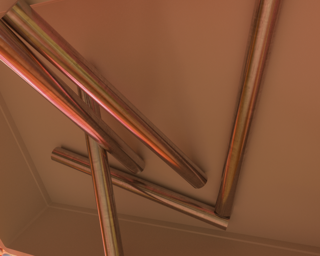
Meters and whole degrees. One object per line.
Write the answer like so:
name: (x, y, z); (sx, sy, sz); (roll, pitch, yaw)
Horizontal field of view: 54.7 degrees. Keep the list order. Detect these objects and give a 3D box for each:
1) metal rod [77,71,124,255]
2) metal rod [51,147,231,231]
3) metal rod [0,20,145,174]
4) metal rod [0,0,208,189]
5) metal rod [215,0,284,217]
metal rod: (-0.078, 0.066, 0.415); (0.025, 0.025, 0.298); (-9, 91, 31)
metal rod: (-0.040, 0.088, 0.482); (0.301, 0.025, 0.025); (18, 126, 17)
metal rod: (-0.089, -0.016, 0.345); (0.025, 0.025, 0.300); (3, 152, 27)
metal rod: (-0.034, -0.013, 0.341); (0.025, 0.025, 0.300); (-18, 134, 35)
metal rod: (0.095, -0.012, 0.350); (0.025, 0.025, 0.298); (15, 125, 19)
